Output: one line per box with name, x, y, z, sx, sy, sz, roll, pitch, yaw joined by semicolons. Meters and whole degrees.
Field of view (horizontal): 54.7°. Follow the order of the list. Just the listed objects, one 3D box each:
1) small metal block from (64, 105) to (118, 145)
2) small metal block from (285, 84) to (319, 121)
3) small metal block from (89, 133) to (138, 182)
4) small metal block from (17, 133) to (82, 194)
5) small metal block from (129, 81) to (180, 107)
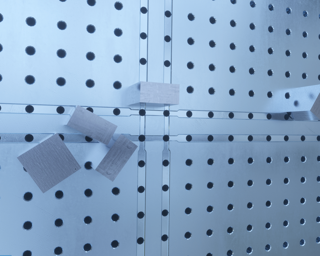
small metal block;-0.084;-0.003;0.369;0.050;0.050;0.025;29;80;-18
small metal block;0.236;-0.039;0.489;0.025;0.050;0.050;36;78;-17
small metal block;-0.058;0.034;0.379;0.025;0.050;0.050;38;78;-17
small metal block;-0.130;0.040;0.365;0.050;0.025;0.050;-35;102;-17
small metal block;-0.008;-0.042;0.397;0.050;0.050;0.025;2;90;-20
